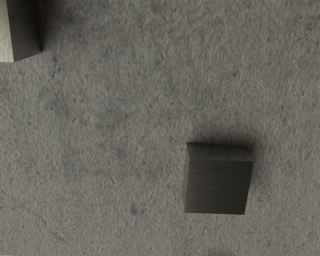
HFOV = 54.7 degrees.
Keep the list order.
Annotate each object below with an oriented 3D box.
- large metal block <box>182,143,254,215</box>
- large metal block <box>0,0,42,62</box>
[{"bbox_3d":[0.075,0.069,0.423,0.081,0.050,0.079,3,110,-2],"label":"large metal block"},{"bbox_3d":[-0.171,-0.118,0.335,0.050,0.080,0.079,2,110,-1],"label":"large metal block"}]
